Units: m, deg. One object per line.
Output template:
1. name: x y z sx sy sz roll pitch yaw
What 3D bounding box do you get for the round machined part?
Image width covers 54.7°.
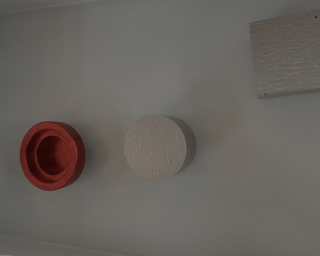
1. round machined part: -0.151 0.039 0.453 0.098 0.042 0.097 0 90 19

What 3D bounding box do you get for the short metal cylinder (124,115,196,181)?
1. short metal cylinder: 0.001 0.024 0.396 0.080 0.050 0.079 0 90 19

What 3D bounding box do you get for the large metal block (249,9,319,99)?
1. large metal block: 0.147 -0.079 0.346 0.080 0.050 0.080 -6 88 19
